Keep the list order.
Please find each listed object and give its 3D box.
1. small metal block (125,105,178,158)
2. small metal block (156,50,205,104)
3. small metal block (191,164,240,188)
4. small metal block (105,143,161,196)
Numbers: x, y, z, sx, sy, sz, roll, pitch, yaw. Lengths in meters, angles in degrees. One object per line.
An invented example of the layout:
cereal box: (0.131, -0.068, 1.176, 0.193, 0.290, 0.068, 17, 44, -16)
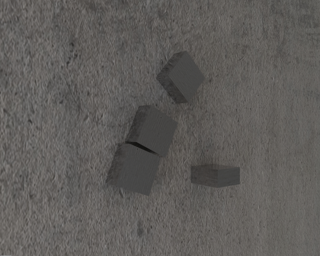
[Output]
small metal block: (-0.010, 0.005, 0.396, 0.050, 0.025, 0.050, 32, 70, -35)
small metal block: (0.029, -0.070, 0.429, 0.050, 0.025, 0.050, 49, 61, -29)
small metal block: (0.082, 0.069, 0.457, 0.050, 0.050, 0.025, 1, 90, -40)
small metal block: (-0.032, 0.051, 0.378, 0.050, 0.025, 0.050, 28, 73, -37)
